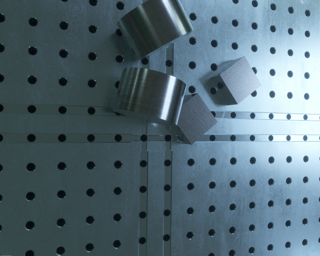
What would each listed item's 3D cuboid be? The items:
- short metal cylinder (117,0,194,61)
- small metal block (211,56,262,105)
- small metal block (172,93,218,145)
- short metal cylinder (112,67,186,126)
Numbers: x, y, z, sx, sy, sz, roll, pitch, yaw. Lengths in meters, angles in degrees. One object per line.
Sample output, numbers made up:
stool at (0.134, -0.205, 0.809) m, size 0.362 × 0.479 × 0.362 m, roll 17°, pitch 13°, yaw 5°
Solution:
short metal cylinder at (-0.005, -0.124, 0.381) m, size 0.080 × 0.080 × 0.050 m, roll -32°, pitch 101°, yaw -17°
small metal block at (0.112, -0.068, 0.454) m, size 0.050 × 0.025 × 0.050 m, roll -38°, pitch 102°, yaw -16°
small metal block at (0.043, -0.013, 0.428) m, size 0.050 × 0.025 × 0.050 m, roll -40°, pitch 103°, yaw -16°
short metal cylinder at (-0.012, -0.036, 0.379) m, size 0.081 × 0.080 × 0.050 m, roll 15°, pitch 85°, yaw -20°
